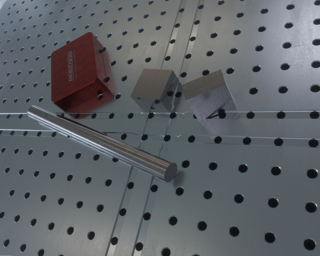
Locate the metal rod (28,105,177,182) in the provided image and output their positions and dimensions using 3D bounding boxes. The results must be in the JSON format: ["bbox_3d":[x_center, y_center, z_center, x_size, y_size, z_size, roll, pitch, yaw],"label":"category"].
[{"bbox_3d":[-0.103,0.013,0.454,0.300,0.025,0.025,19,72,35],"label":"metal rod"}]

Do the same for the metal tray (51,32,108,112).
[{"bbox_3d":[-0.145,-0.101,0.544,0.090,0.030,0.130,-25,53,13],"label":"metal tray"}]

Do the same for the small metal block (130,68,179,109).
[{"bbox_3d":[-0.007,-0.057,0.447,0.050,0.025,0.050,10,67,32],"label":"small metal block"}]

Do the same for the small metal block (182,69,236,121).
[{"bbox_3d":[0.061,-0.039,0.384,0.050,0.050,0.025,-20,54,16],"label":"small metal block"}]
